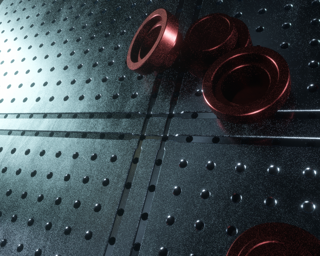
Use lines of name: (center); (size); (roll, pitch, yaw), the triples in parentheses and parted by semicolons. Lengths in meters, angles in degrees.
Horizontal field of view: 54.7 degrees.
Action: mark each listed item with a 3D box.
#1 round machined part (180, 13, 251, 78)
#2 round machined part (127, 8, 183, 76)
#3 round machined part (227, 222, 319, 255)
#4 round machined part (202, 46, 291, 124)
round machined part: (0.074, -0.120, 0.431); (0.098, 0.042, 0.098); (-13, 56, 20)
round machined part: (-0.004, -0.121, 0.456); (0.098, 0.042, 0.098); (-35, 42, 40)
round machined part: (0.102, 0.130, 0.264); (0.098, 0.042, 0.098); (-13, 56, 20)
round machined part: (0.104, -0.047, 0.371); (0.098, 0.042, 0.098); (-13, 56, 20)
